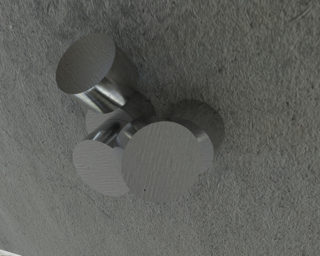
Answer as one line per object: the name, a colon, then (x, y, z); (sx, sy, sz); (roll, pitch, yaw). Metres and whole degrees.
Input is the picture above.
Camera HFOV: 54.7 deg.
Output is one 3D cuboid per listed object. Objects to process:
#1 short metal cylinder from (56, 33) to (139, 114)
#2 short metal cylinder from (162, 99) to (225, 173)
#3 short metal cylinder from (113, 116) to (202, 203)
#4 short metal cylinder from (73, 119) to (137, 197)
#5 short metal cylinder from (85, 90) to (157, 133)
short metal cylinder: (-0.073, -0.063, 0.362); (0.080, 0.080, 0.050); (0, 157, 28)
short metal cylinder: (0.034, 0.011, 0.379); (0.080, 0.050, 0.079); (13, 124, 20)
short metal cylinder: (-0.004, 0.030, 0.318); (0.080, 0.080, 0.050); (61, 169, -16)
short metal cylinder: (-0.058, 0.036, 0.378); (0.080, 0.050, 0.079); (13, 124, 20)
short metal cylinder: (-0.051, -0.007, 0.412); (0.080, 0.050, 0.079); (13, 124, 20)
